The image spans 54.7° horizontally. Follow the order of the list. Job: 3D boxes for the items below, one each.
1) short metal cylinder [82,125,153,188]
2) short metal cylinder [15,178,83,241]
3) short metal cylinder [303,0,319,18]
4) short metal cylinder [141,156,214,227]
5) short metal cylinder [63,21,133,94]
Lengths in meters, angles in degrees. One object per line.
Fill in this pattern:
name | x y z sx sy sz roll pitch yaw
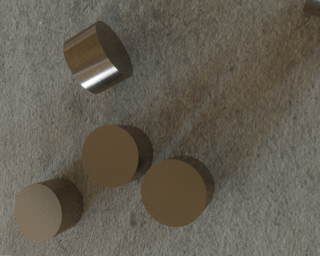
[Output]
short metal cylinder | -0.056 0.036 0.414 0.080 0.050 0.079 0 90 19
short metal cylinder | -0.161 0.116 0.451 0.080 0.050 0.079 0 90 19
short metal cylinder | 0.189 -0.149 0.313 0.050 0.080 0.080 28 99 17
short metal cylinder | 0.023 0.076 0.387 0.080 0.050 0.079 0 90 19
short metal cylinder | -0.079 -0.091 0.406 0.050 0.080 0.080 -25 82 18
